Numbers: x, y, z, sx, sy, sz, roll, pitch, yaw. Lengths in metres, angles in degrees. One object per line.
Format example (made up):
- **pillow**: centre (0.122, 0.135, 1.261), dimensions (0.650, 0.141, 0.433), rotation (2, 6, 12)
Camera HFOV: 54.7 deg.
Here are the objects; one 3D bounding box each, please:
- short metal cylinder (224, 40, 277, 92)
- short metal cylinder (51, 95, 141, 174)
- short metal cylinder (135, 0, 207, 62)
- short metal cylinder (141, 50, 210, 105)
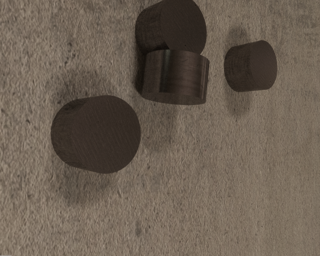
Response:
- **short metal cylinder**: centre (0.153, -0.102, 0.519), dimensions (0.081, 0.050, 0.079), rotation (0, 90, -40)
- **short metal cylinder**: centre (-0.068, 0.006, 0.333), dimensions (0.081, 0.050, 0.079), rotation (0, 90, -40)
- **short metal cylinder**: centre (0.015, -0.125, 0.403), dimensions (0.081, 0.050, 0.079), rotation (0, 90, -40)
- **short metal cylinder**: centre (0.019, -0.060, 0.387), dimensions (0.081, 0.080, 0.050), rotation (10, 84, -40)
